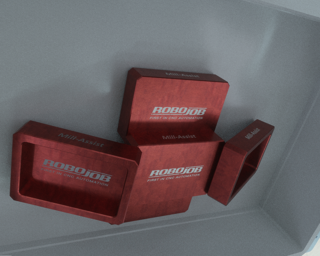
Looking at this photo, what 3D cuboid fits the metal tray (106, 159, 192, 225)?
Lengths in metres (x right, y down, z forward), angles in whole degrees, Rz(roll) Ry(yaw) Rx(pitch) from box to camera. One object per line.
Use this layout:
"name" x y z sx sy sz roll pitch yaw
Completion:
"metal tray" -0.011 0.088 0.450 0.131 0.030 0.089 -1 119 -29

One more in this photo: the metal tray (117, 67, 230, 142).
"metal tray" 0.018 -0.025 0.396 0.131 0.030 0.089 -1 119 -29

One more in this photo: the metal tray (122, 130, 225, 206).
"metal tray" 0.015 0.050 0.403 0.131 0.030 0.089 -2 119 -28

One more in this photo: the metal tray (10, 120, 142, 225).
"metal tray" -0.094 0.051 0.344 0.131 0.030 0.089 14 115 -3

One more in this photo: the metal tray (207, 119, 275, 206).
"metal tray" 0.122 0.047 0.458 0.131 0.030 0.089 -25 135 -51
